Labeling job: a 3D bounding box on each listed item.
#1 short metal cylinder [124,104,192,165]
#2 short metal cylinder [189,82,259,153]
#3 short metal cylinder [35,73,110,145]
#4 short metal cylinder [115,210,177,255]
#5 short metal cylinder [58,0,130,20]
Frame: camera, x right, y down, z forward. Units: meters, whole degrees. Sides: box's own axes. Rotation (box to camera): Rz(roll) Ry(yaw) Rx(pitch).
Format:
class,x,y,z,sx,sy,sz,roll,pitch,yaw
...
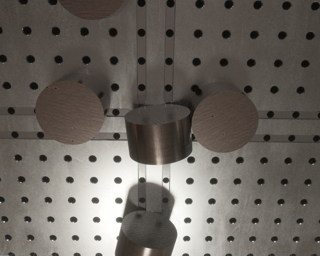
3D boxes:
class,x,y,z,sx,sy,sz,roll,pitch,yaw
short metal cylinder,-0.001,0.005,0.386,0.080,0.080,0.050,-5,110,1
short metal cylinder,0.078,-0.015,0.396,0.081,0.050,0.079,0,110,-1
short metal cylinder,-0.107,-0.025,0.389,0.081,0.050,0.079,0,110,-1
short metal cylinder,-0.020,0.164,0.444,0.081,0.080,0.050,12,110,-5
short metal cylinder,-0.072,-0.161,0.340,0.081,0.050,0.079,0,110,-1
